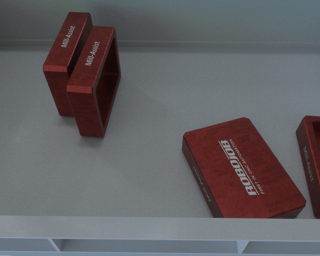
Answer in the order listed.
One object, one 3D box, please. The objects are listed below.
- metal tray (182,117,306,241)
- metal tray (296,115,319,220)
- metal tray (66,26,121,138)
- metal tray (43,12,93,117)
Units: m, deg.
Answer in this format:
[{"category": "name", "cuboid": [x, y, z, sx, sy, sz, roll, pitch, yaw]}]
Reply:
[{"category": "metal tray", "cuboid": [0.090, 0.052, 0.359, 0.091, 0.030, 0.130, -14, 52, -12]}, {"category": "metal tray", "cuboid": [0.221, 0.045, 0.364, 0.091, 0.030, 0.130, 5, 50, 4]}, {"category": "metal tray", "cuboid": [-0.083, -0.063, 0.415, 0.030, 0.090, 0.130, 5, 50, 4]}, {"category": "metal tray", "cuboid": [-0.119, -0.091, 0.438, 0.030, 0.090, 0.130, 3, 50, 2]}]
